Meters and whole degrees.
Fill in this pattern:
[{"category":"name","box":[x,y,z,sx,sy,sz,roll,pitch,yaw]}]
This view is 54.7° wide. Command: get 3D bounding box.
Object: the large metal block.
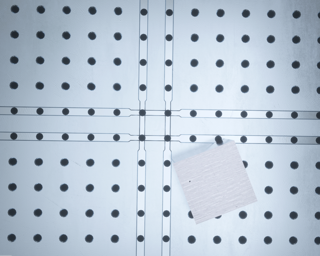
[{"category":"large metal block","box":[0.067,0.066,0.402,0.080,0.050,0.080,-21,90,-1]}]
